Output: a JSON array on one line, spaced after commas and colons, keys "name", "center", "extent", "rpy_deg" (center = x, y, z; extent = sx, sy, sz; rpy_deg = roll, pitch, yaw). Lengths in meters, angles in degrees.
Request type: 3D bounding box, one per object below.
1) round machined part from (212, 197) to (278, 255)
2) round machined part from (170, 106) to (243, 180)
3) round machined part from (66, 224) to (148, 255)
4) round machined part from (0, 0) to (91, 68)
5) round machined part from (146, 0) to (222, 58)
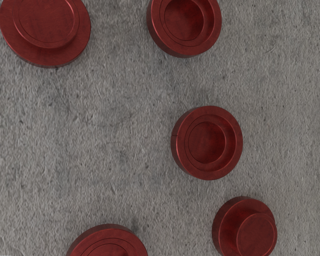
[{"name": "round machined part", "center": [0.128, 0.152, 0.447], "extent": [0.099, 0.042, 0.097], "rpy_deg": [0, 90, -20]}, {"name": "round machined part", "center": [0.059, 0.019, 0.422], "extent": [0.099, 0.042, 0.097], "rpy_deg": [0, 90, -20]}, {"name": "round machined part", "center": [-0.067, 0.165, 0.376], "extent": [0.099, 0.042, 0.097], "rpy_deg": [0, 90, -20]}, {"name": "round machined part", "center": [-0.128, -0.120, 0.352], "extent": [0.099, 0.042, 0.097], "rpy_deg": [0, 90, -20]}, {"name": "round machined part", "center": [0.029, -0.141, 0.410], "extent": [0.099, 0.042, 0.097], "rpy_deg": [0, 90, -20]}]
